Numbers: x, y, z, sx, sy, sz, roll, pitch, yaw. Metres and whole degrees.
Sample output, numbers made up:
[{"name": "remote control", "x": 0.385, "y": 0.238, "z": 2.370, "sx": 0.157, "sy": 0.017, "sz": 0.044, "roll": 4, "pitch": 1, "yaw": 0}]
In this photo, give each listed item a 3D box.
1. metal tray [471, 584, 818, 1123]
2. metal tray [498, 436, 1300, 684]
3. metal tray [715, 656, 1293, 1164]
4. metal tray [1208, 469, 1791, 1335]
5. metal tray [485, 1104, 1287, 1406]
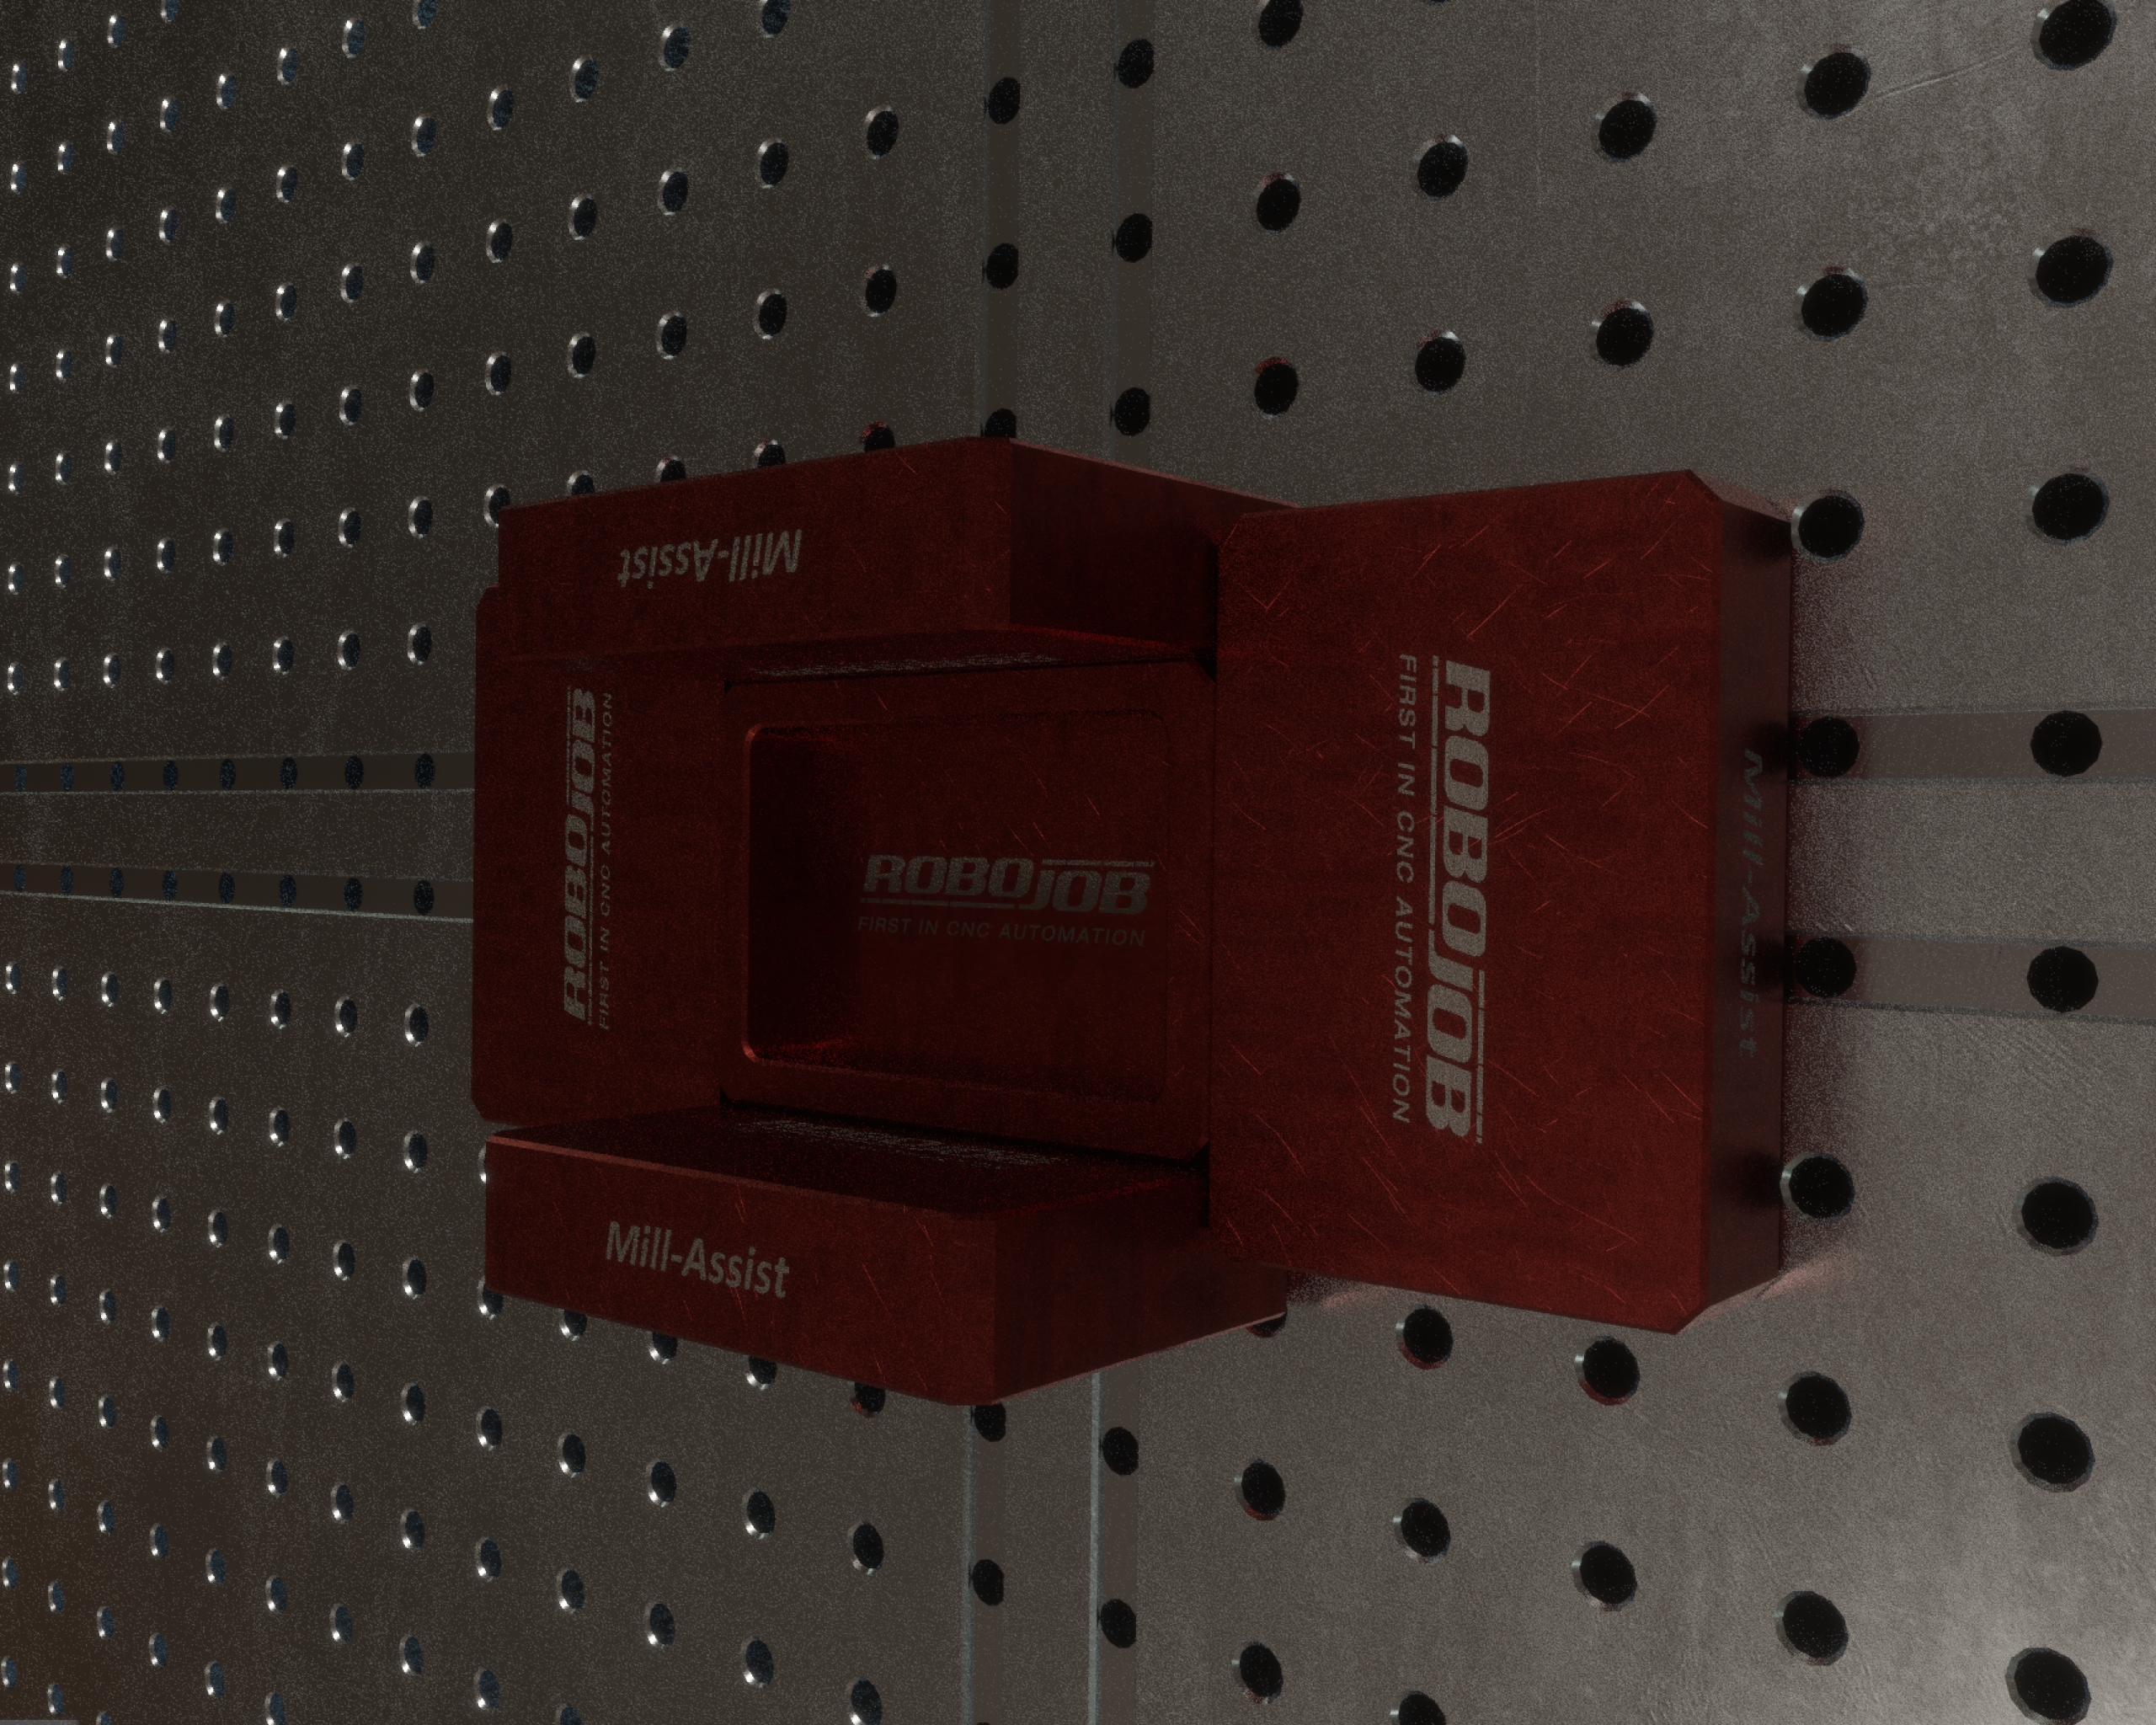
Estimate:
[{"name": "metal tray", "x": -0.102, "y": -0.001, "z": 0.487, "sx": 0.090, "sy": 0.030, "sz": 0.129, "roll": 1, "pitch": 91, "yaw": 39}, {"name": "metal tray", "x": -0.035, "y": -0.052, "z": 0.394, "sx": 0.130, "sy": 0.091, "sz": 0.030, "roll": 1, "pitch": 91, "yaw": 39}, {"name": "metal tray", "x": -0.018, "y": 0.007, "z": 0.416, "sx": 0.130, "sy": 0.030, "sz": 0.089, "roll": 1, "pitch": 91, "yaw": 39}, {"name": "metal tray", "x": 0.068, "y": 0.005, "z": 0.347, "sx": 0.090, "sy": 0.030, "sz": 0.129, "roll": 1, "pitch": 91, "yaw": 38}, {"name": "metal tray", "x": -0.037, "y": 0.068, "z": 0.394, "sx": 0.130, "sy": 0.091, "sz": 0.030, "roll": 1, "pitch": 91, "yaw": 39}]
